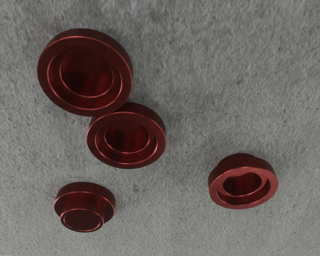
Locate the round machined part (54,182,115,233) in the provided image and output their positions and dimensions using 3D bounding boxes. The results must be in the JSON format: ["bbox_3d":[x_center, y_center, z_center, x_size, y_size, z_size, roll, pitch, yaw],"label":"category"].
[{"bbox_3d":[-0.125,0.136,0.510,0.099,0.042,0.097,-1,130,0],"label":"round machined part"}]

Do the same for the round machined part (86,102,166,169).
[{"bbox_3d":[-0.042,0.005,0.400,0.099,0.042,0.097,0,131,0],"label":"round machined part"}]

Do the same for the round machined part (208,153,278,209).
[{"bbox_3d":[0.120,0.076,0.462,0.099,0.042,0.097,-1,130,0],"label":"round machined part"}]

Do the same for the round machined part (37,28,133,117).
[{"bbox_3d":[-0.079,-0.063,0.341,0.099,0.042,0.097,-1,130,0],"label":"round machined part"}]
